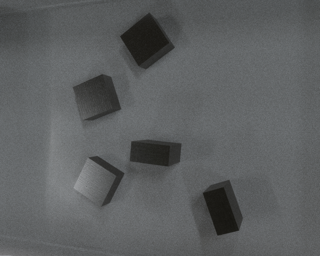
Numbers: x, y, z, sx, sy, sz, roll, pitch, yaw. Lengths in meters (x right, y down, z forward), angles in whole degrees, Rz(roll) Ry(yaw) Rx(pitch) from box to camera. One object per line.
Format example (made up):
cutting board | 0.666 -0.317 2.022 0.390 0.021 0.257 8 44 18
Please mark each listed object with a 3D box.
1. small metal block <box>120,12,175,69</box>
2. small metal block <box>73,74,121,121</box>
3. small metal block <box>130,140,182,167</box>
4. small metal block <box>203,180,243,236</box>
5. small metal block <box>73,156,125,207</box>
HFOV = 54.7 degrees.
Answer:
small metal block | -0.017 -0.116 0.416 0.050 0.025 0.050 -34 79 16
small metal block | -0.089 -0.042 0.441 0.050 0.025 0.050 -20 84 18
small metal block | -0.004 0.031 0.398 0.050 0.050 0.025 5 92 19
small metal block | 0.076 0.093 0.370 0.025 0.050 0.050 -21 83 19
small metal block | -0.086 0.075 0.440 0.050 0.025 0.050 30 99 17
